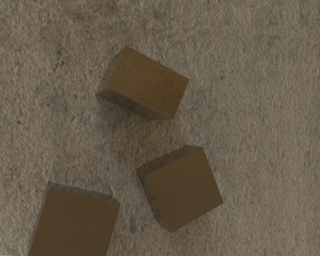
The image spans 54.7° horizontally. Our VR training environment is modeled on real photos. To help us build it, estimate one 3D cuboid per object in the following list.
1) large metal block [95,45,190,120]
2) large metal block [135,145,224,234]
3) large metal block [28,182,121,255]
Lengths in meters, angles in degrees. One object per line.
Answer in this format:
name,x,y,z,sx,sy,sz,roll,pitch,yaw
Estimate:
large metal block,-0.024,-0.049,0.372,0.080,0.080,0.050,25,82,-19
large metal block,0.025,0.076,0.406,0.081,0.050,0.080,-24,98,-19
large metal block,-0.100,0.114,0.359,0.081,0.050,0.080,17,84,-20
